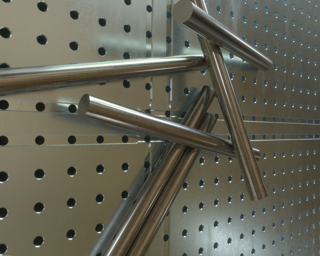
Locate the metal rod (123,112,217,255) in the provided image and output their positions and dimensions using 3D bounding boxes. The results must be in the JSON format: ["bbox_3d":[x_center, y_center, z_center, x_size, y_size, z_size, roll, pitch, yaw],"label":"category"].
[{"bbox_3d":[0.002,0.101,0.409,0.025,0.025,0.300,47,62,-30],"label":"metal rod"}]

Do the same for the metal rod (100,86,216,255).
[{"bbox_3d":[0.000,0.061,0.408,0.025,0.025,0.300,47,62,-30],"label":"metal rod"}]

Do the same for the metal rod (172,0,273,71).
[{"bbox_3d":[0.109,-0.120,0.448,0.302,0.025,0.025,2,89,-55],"label":"metal rod"}]

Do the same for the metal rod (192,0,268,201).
[{"bbox_3d":[0.093,-0.045,0.436,0.025,0.025,0.299,-18,90,-39],"label":"metal rod"}]

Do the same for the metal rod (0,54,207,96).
[{"bbox_3d":[-0.047,-0.069,0.368,0.302,0.025,0.025,-15,100,-39],"label":"metal rod"}]

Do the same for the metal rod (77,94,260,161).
[{"bbox_3d":[0.037,0.011,0.404,0.302,0.025,0.025,16,80,-38],"label":"metal rod"}]
